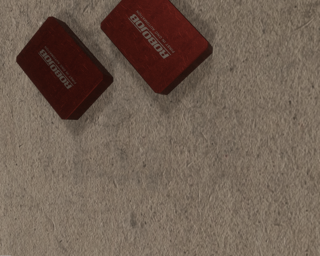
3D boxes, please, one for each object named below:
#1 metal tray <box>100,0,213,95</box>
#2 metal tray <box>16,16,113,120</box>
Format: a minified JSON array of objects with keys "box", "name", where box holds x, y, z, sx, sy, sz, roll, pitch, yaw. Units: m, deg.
[{"box":[-0.006,-0.119,0.408,0.090,0.030,0.130,-43,77,14],"name":"metal tray"},{"box":[-0.142,-0.086,0.455,0.090,0.030,0.130,-45,77,14],"name":"metal tray"}]
